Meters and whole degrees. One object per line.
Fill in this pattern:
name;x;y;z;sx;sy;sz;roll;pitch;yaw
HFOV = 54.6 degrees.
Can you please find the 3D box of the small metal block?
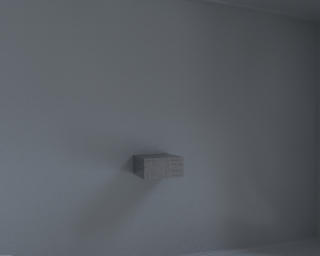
small metal block;-0.003;0.048;0.396;0.050;0.050;0.025;0;90;-20
